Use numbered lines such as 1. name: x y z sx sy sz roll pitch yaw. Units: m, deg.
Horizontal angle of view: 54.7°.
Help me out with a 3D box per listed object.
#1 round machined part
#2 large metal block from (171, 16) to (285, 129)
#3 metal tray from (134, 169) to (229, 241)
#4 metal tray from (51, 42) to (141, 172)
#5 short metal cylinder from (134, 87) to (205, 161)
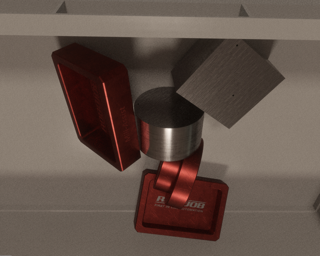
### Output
1. round machined part: 0.021 0.053 0.409 0.042 0.098 0.097 18 129 -1
2. large metal block: 0.071 -0.058 0.339 0.080 0.050 0.080 32 116 -25
3. metal tray: 0.032 0.118 0.474 0.131 0.030 0.089 10 92 -9
4. metal tray: -0.069 -0.021 0.351 0.090 0.030 0.129 30 141 34
5. short metal cylinder: 0.011 -0.006 0.368 0.081 0.080 0.050 0 130 -1
